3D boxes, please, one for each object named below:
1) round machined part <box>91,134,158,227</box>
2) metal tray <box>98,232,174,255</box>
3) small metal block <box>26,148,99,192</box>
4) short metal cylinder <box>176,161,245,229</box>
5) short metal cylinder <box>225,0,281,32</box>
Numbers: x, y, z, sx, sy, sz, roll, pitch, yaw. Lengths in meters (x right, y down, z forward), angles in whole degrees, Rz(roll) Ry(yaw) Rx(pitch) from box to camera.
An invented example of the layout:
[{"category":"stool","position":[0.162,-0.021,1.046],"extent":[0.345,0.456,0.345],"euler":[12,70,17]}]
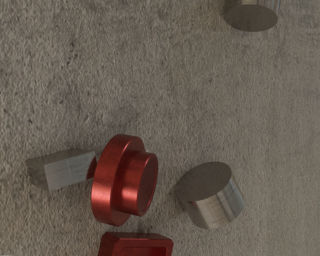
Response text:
[{"category":"round machined part","position":[-0.032,0.058,0.336],"extent":[0.098,0.042,0.097],"euler":[8,91,-75]},{"category":"metal tray","position":[-0.036,0.195,0.371],"extent":[0.091,0.030,0.129],"euler":[18,79,-39]},{"category":"small metal block","position":[-0.097,0.039,0.307],"extent":[0.050,0.050,0.025],"euler":[-15,100,-39]},{"category":"short metal cylinder","position":[0.069,0.091,0.427],"extent":[0.080,0.080,0.050],"euler":[-42,116,-32]},{"category":"short metal cylinder","position":[0.149,-0.196,0.493],"extent":[0.080,0.080,0.050],"euler":[19,78,-39]}]
